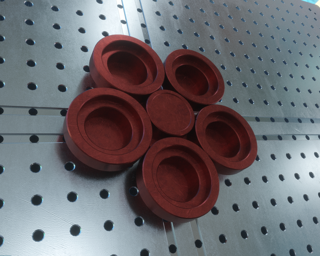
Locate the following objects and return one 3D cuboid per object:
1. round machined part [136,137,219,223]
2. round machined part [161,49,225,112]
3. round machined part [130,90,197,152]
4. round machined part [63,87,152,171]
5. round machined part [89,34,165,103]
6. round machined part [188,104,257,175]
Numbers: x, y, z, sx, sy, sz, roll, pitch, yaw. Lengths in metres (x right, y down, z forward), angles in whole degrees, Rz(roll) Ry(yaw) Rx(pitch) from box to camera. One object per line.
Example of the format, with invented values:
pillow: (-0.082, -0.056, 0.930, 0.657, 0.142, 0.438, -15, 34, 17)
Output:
round machined part: (0.017, 0.063, 0.367, 0.099, 0.042, 0.098, 13, 56, -21)
round machined part: (0.043, -0.065, 0.459, 0.099, 0.042, 0.098, 13, 56, -21)
round machined part: (0.006, -0.011, 0.406, 0.099, 0.042, 0.098, 13, 56, -21)
round machined part: (-0.062, 0.005, 0.360, 0.099, 0.042, 0.098, 13, 56, -21)
round machined part: (-0.047, -0.074, 0.417, 0.099, 0.042, 0.098, 13, 56, -21)
round machined part: (0.081, 0.019, 0.428, 0.099, 0.042, 0.098, 13, 56, -21)
